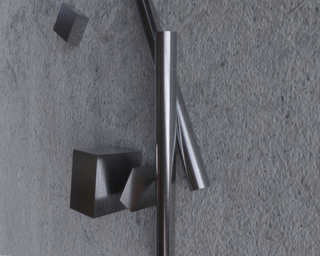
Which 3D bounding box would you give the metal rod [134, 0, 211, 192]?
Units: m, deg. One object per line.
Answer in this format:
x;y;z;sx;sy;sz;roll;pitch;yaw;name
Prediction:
0.007;-0.069;0.396;0.025;0.025;0.299;-26;74;37;metal rod

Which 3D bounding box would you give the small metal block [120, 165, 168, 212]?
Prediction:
-0.018;0.077;0.402;0.025;0.050;0.050;35;112;34;small metal block

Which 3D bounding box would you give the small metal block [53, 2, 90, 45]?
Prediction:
-0.151;-0.177;0.527;0.050;0.025;0.050;42;115;31;small metal block

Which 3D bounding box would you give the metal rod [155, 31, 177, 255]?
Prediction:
0.007;0.040;0.371;0.025;0.025;0.298;9;104;39;metal rod

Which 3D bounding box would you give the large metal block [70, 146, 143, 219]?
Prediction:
-0.073;0.070;0.427;0.050;0.081;0.079;7;95;39;large metal block
